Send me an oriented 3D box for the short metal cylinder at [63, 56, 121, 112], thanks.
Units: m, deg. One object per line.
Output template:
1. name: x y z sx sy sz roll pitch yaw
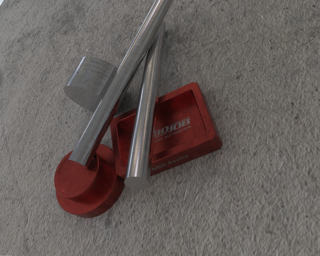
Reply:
1. short metal cylinder: -0.092 -0.059 0.453 0.080 0.080 0.050 10 67 32

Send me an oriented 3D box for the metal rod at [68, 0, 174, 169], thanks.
1. metal rod: -0.042 -0.084 0.427 0.025 0.025 0.300 10 65 32

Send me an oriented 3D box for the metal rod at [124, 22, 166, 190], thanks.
1. metal rod: -0.013 -0.056 0.409 0.025 0.025 0.300 -14 45 20

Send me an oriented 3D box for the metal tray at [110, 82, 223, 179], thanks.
1. metal tray: 0.003 0.006 0.395 0.130 0.030 0.090 -23 53 13

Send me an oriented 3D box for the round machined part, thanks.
1. round machined part: -0.097 0.064 0.405 0.098 0.042 0.098 -13 56 21
